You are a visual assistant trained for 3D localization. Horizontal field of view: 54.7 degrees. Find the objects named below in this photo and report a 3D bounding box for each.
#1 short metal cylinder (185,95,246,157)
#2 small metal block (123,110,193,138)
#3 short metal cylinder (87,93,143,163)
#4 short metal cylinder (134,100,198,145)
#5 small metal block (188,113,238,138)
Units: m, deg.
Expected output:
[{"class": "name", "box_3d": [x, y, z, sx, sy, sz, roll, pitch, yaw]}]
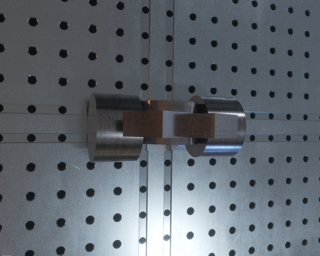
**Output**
[{"class": "short metal cylinder", "box_3d": [0.068, -0.002, 0.408, 0.050, 0.080, 0.079, 1, 90, -19]}, {"class": "small metal block", "box_3d": [-0.001, -0.004, 0.312, 0.050, 0.050, 0.025, 1, 90, -52]}, {"class": "short metal cylinder", "box_3d": [-0.055, 0.000, 0.363, 0.050, 0.080, 0.080, 1, 90, -20]}, {"class": "short metal cylinder", "box_3d": [0.007, -0.006, 0.386, 0.081, 0.080, 0.050, 1, 90, -20]}, {"class": "small metal block", "box_3d": [0.050, -0.002, 0.336, 0.050, 0.050, 0.025, 1, 90, -51]}]
